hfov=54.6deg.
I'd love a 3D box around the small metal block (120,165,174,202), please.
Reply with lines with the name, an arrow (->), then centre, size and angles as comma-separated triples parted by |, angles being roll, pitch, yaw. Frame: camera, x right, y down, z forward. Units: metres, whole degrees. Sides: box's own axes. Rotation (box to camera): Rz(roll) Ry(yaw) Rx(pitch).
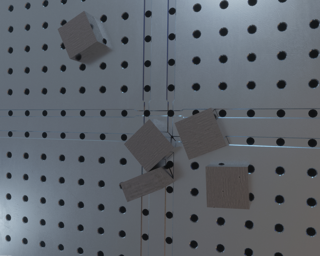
small metal block -> -0.015, 0.071, 0.405 | 0.050, 0.050, 0.025 | -25, 82, 18

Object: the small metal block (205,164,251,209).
small metal block -> 0.085, 0.071, 0.383 | 0.050, 0.025, 0.050 | -2, 89, 20

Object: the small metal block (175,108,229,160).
small metal block -> 0.053, 0.007, 0.394 | 0.050, 0.025, 0.050 | -23, 82, 18

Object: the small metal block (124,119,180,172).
small metal block -> -0.011, 0.023, 0.417 | 0.050, 0.025, 0.050 | -44, 76, 14

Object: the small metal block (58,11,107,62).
small metal block -> -0.114, -0.133, 0.454 | 0.050, 0.025, 0.050 | -26, 81, 18
